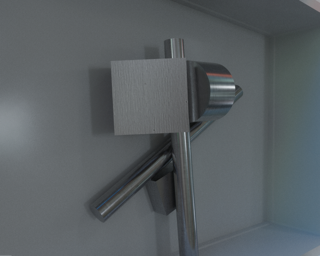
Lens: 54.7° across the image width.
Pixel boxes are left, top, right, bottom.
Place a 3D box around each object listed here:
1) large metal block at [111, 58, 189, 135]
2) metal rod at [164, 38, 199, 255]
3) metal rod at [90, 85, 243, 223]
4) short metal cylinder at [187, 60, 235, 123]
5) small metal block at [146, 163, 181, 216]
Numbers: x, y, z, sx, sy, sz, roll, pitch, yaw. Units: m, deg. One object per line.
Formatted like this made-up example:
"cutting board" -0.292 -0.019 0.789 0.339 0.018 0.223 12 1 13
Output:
"large metal block" -0.010 -0.035 0.356 0.081 0.050 0.079 -3 92 0
"metal rod" 0.028 0.038 0.397 0.025 0.025 0.298 -6 93 -40
"metal rod" 0.028 0.018 0.430 0.302 0.025 0.025 -39 114 -33
"short metal cylinder" 0.052 -0.048 0.414 0.050 0.080 0.079 -6 94 -42
"small metal block" 0.012 0.081 0.417 0.050 0.025 0.050 -27 107 -37
